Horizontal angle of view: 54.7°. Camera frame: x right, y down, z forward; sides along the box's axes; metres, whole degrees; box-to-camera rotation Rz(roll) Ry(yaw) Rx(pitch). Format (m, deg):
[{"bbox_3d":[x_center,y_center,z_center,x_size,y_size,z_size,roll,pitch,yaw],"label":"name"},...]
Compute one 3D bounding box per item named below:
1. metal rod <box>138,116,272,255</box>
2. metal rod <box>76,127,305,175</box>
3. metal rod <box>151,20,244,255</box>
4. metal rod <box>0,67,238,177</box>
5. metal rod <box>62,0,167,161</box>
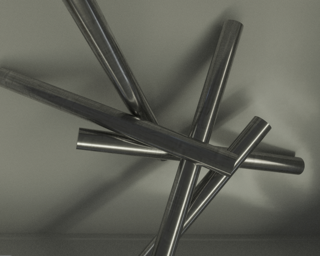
[{"bbox_3d":[0.028,0.107,0.370,0.025,0.025,0.300,41,87,-14],"label":"metal rod"},{"bbox_3d":[0.051,0.032,0.391,0.302,0.025,0.025,8,110,-17],"label":"metal rod"},{"bbox_3d":[0.042,0.019,0.354,0.025,0.025,0.299,19,84,-7],"label":"metal rod"},{"bbox_3d":[-0.061,-0.013,0.352,0.301,0.025,0.025,21,110,13],"label":"metal rod"},{"bbox_3d":[-0.041,-0.056,0.318,0.025,0.025,0.299,-20,137,7],"label":"metal rod"}]
